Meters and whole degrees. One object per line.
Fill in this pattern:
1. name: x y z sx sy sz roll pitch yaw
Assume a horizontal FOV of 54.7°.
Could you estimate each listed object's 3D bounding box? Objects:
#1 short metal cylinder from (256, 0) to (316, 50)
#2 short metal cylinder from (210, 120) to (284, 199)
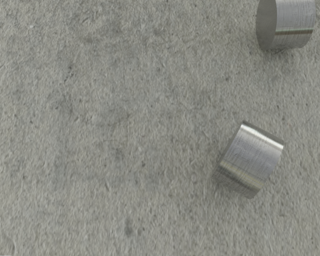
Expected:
1. short metal cylinder: 0.174 -0.152 0.437 0.050 0.080 0.080 -3 70 -2
2. short metal cylinder: 0.102 0.037 0.367 0.050 0.080 0.080 29 73 10
